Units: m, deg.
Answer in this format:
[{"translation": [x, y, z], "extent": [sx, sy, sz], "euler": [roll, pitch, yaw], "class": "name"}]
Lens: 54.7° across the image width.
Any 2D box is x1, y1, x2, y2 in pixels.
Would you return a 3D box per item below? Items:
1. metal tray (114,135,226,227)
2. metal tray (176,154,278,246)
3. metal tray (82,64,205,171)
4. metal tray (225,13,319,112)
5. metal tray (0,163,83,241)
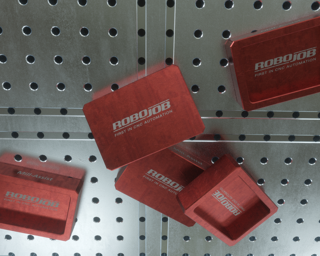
[{"translation": [0.014, 0.074, 0.438], "extent": [0.131, 0.030, 0.090], "euler": [30, 107, -11], "class": "metal tray"}, {"translation": [0.095, 0.102, 0.421], "extent": [0.090, 0.030, 0.130], "euler": [-42, 126, 7], "class": "metal tray"}, {"translation": [-0.020, -0.012, 0.389], "extent": [0.130, 0.030, 0.090], "euler": [-23, 86, 8], "class": "metal tray"}, {"translation": [0.156, -0.081, 0.383], "extent": [0.131, 0.030, 0.089], "euler": [-15, 110, 5], "class": "metal tray"}, {"translation": [-0.186, 0.107, 0.447], "extent": [0.131, 0.030, 0.089], "euler": [14, 109, -6], "class": "metal tray"}]
